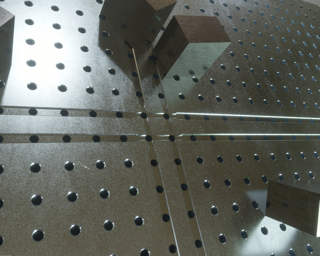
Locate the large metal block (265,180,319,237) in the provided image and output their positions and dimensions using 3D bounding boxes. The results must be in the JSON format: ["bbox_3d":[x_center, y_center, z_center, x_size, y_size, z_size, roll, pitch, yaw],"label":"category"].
[{"bbox_3d":[0.201,0.101,0.409,0.081,0.080,0.050,5,91,-26],"label":"large metal block"}]

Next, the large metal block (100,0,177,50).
[{"bbox_3d":[-0.034,-0.180,0.463,0.080,0.080,0.050,47,51,4],"label":"large metal block"}]

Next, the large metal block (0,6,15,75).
[{"bbox_3d":[-0.205,-0.098,0.322,0.080,0.080,0.050,32,52,-8],"label":"large metal block"}]

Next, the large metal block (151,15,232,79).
[{"bbox_3d":[0.045,-0.122,0.471,0.081,0.080,0.050,-11,68,-33],"label":"large metal block"}]
